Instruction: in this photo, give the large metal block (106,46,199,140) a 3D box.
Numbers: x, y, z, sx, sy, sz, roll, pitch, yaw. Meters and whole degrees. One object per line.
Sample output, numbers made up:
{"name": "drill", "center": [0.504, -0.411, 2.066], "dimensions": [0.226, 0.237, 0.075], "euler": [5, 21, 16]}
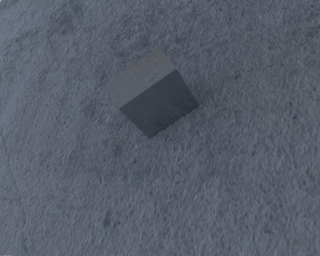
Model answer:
{"name": "large metal block", "center": [-0.008, -0.043, 0.397], "dimensions": [0.080, 0.080, 0.050], "euler": [-35, 52, 5]}
